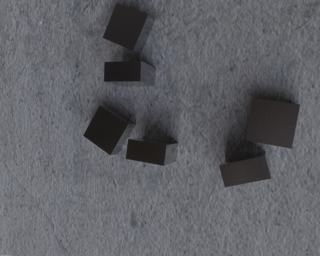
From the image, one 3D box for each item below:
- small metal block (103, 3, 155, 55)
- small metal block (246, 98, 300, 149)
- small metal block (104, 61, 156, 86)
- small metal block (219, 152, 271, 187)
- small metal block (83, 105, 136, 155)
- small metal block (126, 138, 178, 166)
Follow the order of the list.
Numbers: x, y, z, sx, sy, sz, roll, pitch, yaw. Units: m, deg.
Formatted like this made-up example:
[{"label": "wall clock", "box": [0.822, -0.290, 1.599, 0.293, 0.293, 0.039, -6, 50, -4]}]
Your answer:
[{"label": "small metal block", "box": [-0.043, -0.135, 0.423, 0.050, 0.025, 0.050, 27, 99, 17]}, {"label": "small metal block", "box": [0.132, -0.006, 0.363, 0.050, 0.025, 0.050, 11, 94, 19]}, {"label": "small metal block", "box": [-0.039, -0.071, 0.408, 0.050, 0.050, 0.025, 3, 91, 19]}, {"label": "small metal block", "box": [0.100, 0.048, 0.360, 0.050, 0.050, 0.025, -15, 85, 19]}, {"label": "small metal block", "box": [-0.070, 0.003, 0.433, 0.050, 0.025, 0.050, 34, 101, 16]}, {"label": "small metal block", "box": [-0.009, 0.029, 0.398, 0.050, 0.050, 0.025, 8, 93, 19]}]
